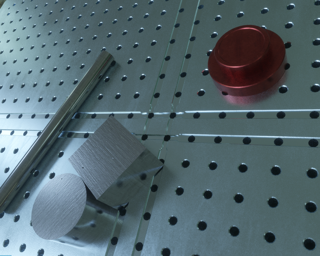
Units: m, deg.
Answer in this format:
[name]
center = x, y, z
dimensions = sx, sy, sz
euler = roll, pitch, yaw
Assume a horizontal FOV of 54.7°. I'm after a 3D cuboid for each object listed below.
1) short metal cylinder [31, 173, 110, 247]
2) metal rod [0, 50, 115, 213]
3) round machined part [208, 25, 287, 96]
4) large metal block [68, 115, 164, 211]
[short metal cylinder]
center = -0.110, 0.103, 0.387
dimensions = 0.080, 0.050, 0.080
euler = -13, 56, 21
[metal rod]
center = -0.168, -0.002, 0.497
dimensions = 0.025, 0.025, 0.300
euler = 23, 74, 36
[round machined part]
center = 0.108, -0.093, 0.397
dimensions = 0.098, 0.042, 0.098
euler = -13, 56, 21
[large metal block]
center = -0.057, 0.043, 0.395
dimensions = 0.080, 0.050, 0.080
euler = -46, 51, -4
